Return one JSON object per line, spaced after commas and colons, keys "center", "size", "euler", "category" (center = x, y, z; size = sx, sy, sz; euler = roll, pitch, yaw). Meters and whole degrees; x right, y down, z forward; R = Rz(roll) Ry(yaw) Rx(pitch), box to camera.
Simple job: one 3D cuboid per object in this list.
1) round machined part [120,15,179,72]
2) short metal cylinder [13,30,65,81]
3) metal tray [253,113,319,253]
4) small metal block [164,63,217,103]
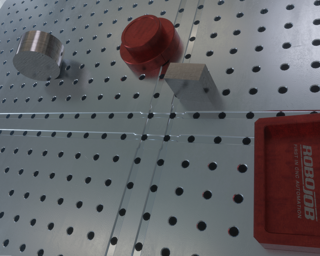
{"center": [-0.022, -0.142, 0.496], "size": [0.098, 0.042, 0.098], "euler": [-13, 56, 21], "category": "round machined part"}
{"center": [-0.221, -0.131, 0.569], "size": [0.080, 0.080, 0.050], "euler": [-13, 57, 21], "category": "short metal cylinder"}
{"center": [0.140, 0.050, 0.300], "size": [0.090, 0.030, 0.130], "euler": [-5, 59, 25], "category": "metal tray"}
{"center": [0.041, -0.060, 0.408], "size": [0.050, 0.050, 0.025], "euler": [10, 67, 32], "category": "small metal block"}
